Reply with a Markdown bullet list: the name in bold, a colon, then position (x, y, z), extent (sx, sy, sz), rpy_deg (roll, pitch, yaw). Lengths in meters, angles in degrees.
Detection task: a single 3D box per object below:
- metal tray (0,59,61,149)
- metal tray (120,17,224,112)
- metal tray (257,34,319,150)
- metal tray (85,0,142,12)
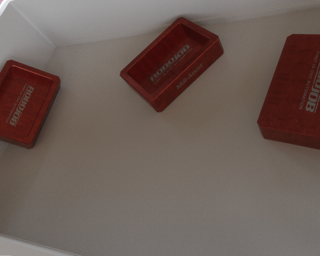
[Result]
- **metal tray**: position (-0.231, -0.040, 0.511), extent (0.091, 0.030, 0.130), rpy_deg (20, 65, -10)
- **metal tray**: position (0.015, -0.095, 0.451), extent (0.130, 0.030, 0.090), rpy_deg (-44, 51, -3)
- **metal tray**: position (0.171, -0.043, 0.339), extent (0.090, 0.030, 0.130), rpy_deg (13, 68, 33)
- **metal tray**: position (-0.083, -0.280, 0.619), extent (0.130, 0.030, 0.090), rpy_deg (21, 73, 35)
